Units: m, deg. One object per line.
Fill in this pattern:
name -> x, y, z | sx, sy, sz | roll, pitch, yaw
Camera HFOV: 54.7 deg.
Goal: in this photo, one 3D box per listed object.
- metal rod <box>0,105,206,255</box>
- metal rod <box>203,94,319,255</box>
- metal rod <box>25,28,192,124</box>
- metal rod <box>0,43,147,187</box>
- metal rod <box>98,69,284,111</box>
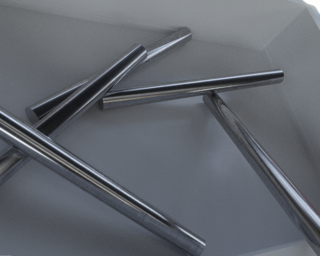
metal rod -> -0.073, 0.048, 0.305 | 0.301, 0.025, 0.025 | 37, 50, -17
metal rod -> 0.114, 0.034, 0.361 | 0.025, 0.025, 0.300 | 11, 29, -23
metal rod -> -0.048, -0.085, 0.433 | 0.025, 0.025, 0.302 | 48, 51, 5
metal rod -> -0.110, -0.007, 0.332 | 0.025, 0.025, 0.301 | 42, 57, 0
metal rod -> 0.061, -0.060, 0.450 | 0.303, 0.025, 0.025 | -11, 67, -25
